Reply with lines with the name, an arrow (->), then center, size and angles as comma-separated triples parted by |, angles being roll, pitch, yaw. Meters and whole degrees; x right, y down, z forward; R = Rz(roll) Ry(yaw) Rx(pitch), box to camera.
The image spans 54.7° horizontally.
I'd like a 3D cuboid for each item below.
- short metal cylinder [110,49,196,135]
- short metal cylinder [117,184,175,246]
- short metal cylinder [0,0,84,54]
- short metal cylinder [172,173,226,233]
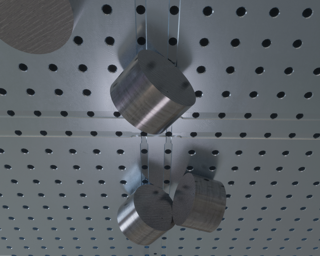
short metal cylinder -> -0.007, -0.039, 0.342 | 0.080, 0.080, 0.050 | 32, 123, -24
short metal cylinder -> -0.020, 0.137, 0.492 | 0.080, 0.080, 0.050 | 27, 125, -21
short metal cylinder -> -0.118, -0.118, 0.294 | 0.081, 0.050, 0.079 | 0, 130, 0
short metal cylinder -> 0.058, 0.114, 0.473 | 0.050, 0.080, 0.079 | 18, 128, -14
